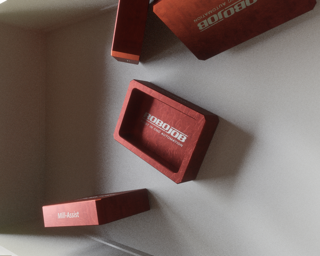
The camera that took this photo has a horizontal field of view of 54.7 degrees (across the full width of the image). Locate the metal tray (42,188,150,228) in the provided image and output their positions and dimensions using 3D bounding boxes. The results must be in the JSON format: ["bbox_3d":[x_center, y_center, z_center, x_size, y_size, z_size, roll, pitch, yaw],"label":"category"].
[{"bbox_3d":[-0.091,0.113,0.436,0.130,0.091,0.030,-16,80,38],"label":"metal tray"}]

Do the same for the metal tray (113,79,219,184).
[{"bbox_3d":[0.002,0.001,0.399,0.130,0.030,0.089,31,109,35],"label":"metal tray"}]

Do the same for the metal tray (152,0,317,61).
[{"bbox_3d":[0.069,-0.127,0.304,0.130,0.090,0.030,-19,47,38],"label":"metal tray"}]

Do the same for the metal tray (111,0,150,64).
[{"bbox_3d":[-0.033,-0.126,0.375,0.030,0.130,0.089,9,99,-6],"label":"metal tray"}]
